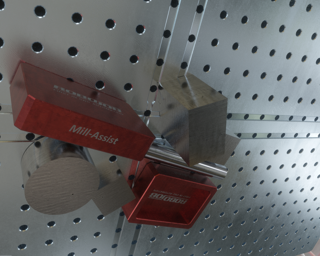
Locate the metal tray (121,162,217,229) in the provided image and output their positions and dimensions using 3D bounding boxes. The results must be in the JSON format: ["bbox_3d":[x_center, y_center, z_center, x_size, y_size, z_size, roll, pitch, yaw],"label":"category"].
[{"bbox_3d":[0.017,0.110,0.484,0.131,0.030,0.090,20,108,-36],"label":"metal tray"}]

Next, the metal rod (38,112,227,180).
[{"bbox_3d":[-0.013,0.030,0.422,0.302,0.025,0.025,21,107,-36],"label":"metal rod"}]

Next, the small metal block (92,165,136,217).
[{"bbox_3d":[-0.068,0.087,0.429,0.050,0.025,0.050,-29,128,-10],"label":"small metal block"}]

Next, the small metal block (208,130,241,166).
[{"bbox_3d":[0.088,0.026,0.475,0.050,0.025,0.050,18,109,-35],"label":"small metal block"}]

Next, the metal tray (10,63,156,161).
[{"bbox_3d":[-0.078,-0.015,0.316,0.131,0.090,0.030,20,108,-36],"label":"metal tray"}]

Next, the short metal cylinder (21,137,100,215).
[{"bbox_3d":[-0.117,0.054,0.363,0.081,0.050,0.079,-14,124,-21],"label":"short metal cylinder"}]

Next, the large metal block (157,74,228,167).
[{"bbox_3d":[0.039,-0.012,0.391,0.050,0.080,0.079,-17,126,-19],"label":"large metal block"}]
